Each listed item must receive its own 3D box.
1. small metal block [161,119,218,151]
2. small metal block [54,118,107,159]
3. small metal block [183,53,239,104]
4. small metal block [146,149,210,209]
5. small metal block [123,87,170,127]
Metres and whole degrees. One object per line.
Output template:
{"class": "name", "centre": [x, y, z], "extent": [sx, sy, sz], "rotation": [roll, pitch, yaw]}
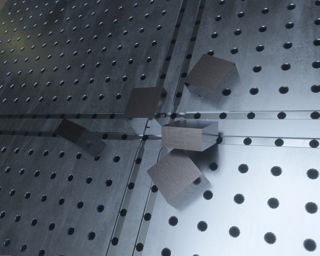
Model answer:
{"class": "small metal block", "centre": [0.036, 0.007, 0.367], "extent": [0.050, 0.050, 0.025], "rotation": [4, 102, 30]}
{"class": "small metal block", "centre": [-0.113, 0.015, 0.444], "extent": [0.050, 0.050, 0.025], "rotation": [21, 73, 36]}
{"class": "small metal block", "centre": [0.068, -0.067, 0.414], "extent": [0.050, 0.025, 0.050], "rotation": [29, 78, 37]}
{"class": "small metal block", "centre": [0.020, 0.057, 0.364], "extent": [0.050, 0.025, 0.050], "rotation": [-40, 51, 1]}
{"class": "small metal block", "centre": [-0.019, -0.030, 0.437], "extent": [0.050, 0.025, 0.050], "rotation": [1, 62, 29]}
